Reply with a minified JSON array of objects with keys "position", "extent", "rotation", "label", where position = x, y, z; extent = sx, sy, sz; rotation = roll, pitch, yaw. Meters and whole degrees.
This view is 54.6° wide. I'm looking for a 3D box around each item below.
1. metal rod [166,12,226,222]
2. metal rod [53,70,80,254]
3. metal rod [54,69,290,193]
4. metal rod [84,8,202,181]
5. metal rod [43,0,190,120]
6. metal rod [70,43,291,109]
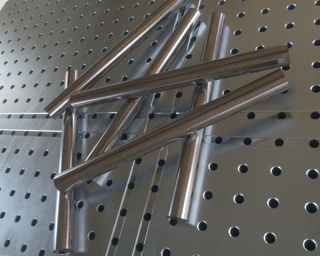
[{"position":[0.053,-0.032,0.401],"extent":[0.025,0.025,0.300],"rotation":[0,61,28],"label":"metal rod"},{"position":[-0.136,0.028,0.463],"extent":[0.025,0.025,0.300],"rotation":[-20,54,17],"label":"metal rod"},{"position":[0.002,0.010,0.369],"extent":[0.300,0.025,0.025],"rotation":[-25,53,14],"label":"metal rod"},{"position":[-0.024,-0.058,0.457],"extent":[0.025,0.025,0.300],"rotation":[23,74,36],"label":"metal rod"},{"position":[-0.063,-0.124,0.500],"extent":[0.301,0.025,0.025],"rotation":[-44,51,-10],"label":"metal rod"},{"position":[0.009,-0.062,0.408],"extent":[0.300,0.025,0.025],"rotation":[-9,58,23],"label":"metal rod"}]
